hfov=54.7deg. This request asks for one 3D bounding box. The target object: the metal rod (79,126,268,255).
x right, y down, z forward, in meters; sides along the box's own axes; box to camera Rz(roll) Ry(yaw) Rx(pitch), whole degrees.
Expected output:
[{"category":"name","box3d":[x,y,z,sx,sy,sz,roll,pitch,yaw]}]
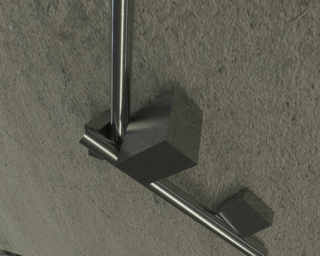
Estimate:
[{"category":"metal rod","box3d":[0.025,0.095,0.416,0.301,0.025,0.025,36,130,-11]}]

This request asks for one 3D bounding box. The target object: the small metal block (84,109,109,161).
[{"category":"small metal block","box3d":[-0.076,0.009,0.433,0.025,0.050,0.050,16,125,25]}]

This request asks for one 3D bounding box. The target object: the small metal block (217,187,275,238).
[{"category":"small metal block","box3d":[0.115,0.114,0.416,0.050,0.025,0.050,43,129,-2]}]

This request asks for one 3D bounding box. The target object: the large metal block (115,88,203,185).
[{"category":"large metal block","box3d":[0.001,0.011,0.368,0.080,0.080,0.050,-29,125,37]}]

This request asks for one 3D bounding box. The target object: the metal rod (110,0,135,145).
[{"category":"metal rod","box3d":[-0.045,-0.083,0.364,0.025,0.025,0.298,16,121,18]}]
